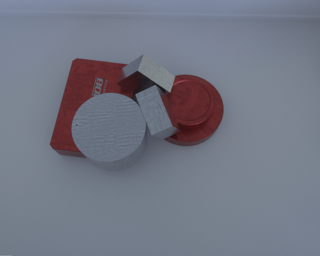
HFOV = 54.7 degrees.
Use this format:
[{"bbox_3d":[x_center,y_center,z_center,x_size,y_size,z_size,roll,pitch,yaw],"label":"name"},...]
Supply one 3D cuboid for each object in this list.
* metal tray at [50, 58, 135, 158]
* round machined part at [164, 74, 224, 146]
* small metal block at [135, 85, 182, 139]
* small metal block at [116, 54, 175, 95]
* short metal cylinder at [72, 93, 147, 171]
[{"bbox_3d":[-0.082,-0.025,0.411,0.091,0.030,0.130,7,70,2],"label":"metal tray"},{"bbox_3d":[0.035,-0.029,0.409,0.099,0.042,0.098,0,70,-1],"label":"round machined part"},{"bbox_3d":[0.000,-0.017,0.359,0.025,0.050,0.050,-24,78,11],"label":"small metal block"},{"bbox_3d":[-0.018,-0.060,0.389,0.050,0.050,0.025,31,62,-28],"label":"small metal block"},{"bbox_3d":[-0.056,0.006,0.360,0.081,0.050,0.080,0,70,0],"label":"short metal cylinder"}]
